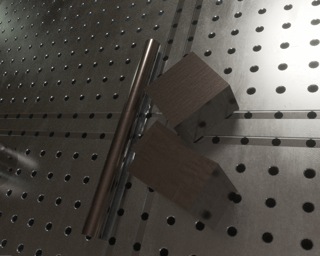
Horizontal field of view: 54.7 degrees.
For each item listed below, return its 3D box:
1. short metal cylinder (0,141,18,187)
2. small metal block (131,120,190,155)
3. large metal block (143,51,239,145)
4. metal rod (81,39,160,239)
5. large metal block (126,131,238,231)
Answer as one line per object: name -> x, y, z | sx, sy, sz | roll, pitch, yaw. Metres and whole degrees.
short metal cylinder -> -0.283, 0.055, 0.504 | 0.080, 0.050, 0.080 | -13, 57, 21
small metal block -> 0.000, 0.026, 0.391 | 0.050, 0.025, 0.050 | -48, 52, -6
large metal block -> 0.039, -0.038, 0.394 | 0.080, 0.050, 0.080 | -38, 51, 2
metal rod -> -0.047, -0.002, 0.432 | 0.025, 0.025, 0.300 | 1, 62, 28
large metal block -> 0.025, 0.056, 0.325 | 0.080, 0.080, 0.050 | 27, 76, 36
